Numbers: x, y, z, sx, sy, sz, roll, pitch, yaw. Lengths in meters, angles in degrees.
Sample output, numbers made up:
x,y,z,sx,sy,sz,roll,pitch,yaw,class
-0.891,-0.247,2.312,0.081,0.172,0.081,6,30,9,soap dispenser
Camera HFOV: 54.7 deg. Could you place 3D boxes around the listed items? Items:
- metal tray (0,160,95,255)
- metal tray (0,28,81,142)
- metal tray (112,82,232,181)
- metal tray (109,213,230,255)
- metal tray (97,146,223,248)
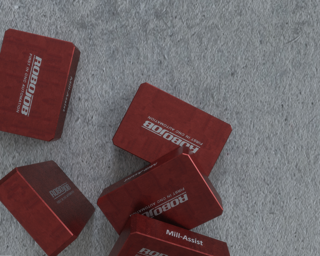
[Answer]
x,y,z,sx,sy,sz,roll,pitch,yaw,class
-0.123,0.084,0.355,0.030,0.130,0.090,-41,90,-4,metal tray
-0.165,-0.055,0.406,0.091,0.030,0.129,13,90,0,metal tray
0.016,0.009,0.407,0.130,0.030,0.090,27,90,0,metal tray
0.009,0.163,0.377,0.131,0.030,0.089,22,114,-13,metal tray
0.000,0.092,0.387,0.130,0.030,0.090,-30,100,12,metal tray
